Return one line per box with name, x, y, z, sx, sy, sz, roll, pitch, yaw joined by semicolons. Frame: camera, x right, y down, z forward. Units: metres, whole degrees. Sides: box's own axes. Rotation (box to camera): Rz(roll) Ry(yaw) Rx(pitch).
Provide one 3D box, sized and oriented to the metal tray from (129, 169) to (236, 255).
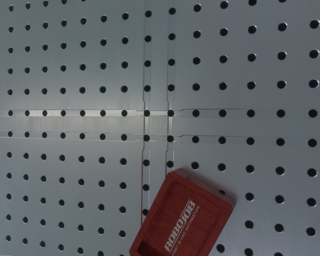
metal tray;0.027;0.130;0.400;0.090;0.030;0.129;29;99;17
